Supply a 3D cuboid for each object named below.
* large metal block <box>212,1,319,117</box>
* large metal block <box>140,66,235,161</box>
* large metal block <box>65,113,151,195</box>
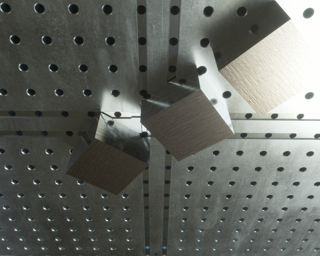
[{"bbox_3d":[0.116,-0.072,0.335,0.080,0.050,0.080,-35,122,26],"label":"large metal block"},{"bbox_3d":[0.033,-0.015,0.382,0.080,0.050,0.080,-28,125,22],"label":"large metal block"},{"bbox_3d":[-0.070,0.038,0.427,0.080,0.050,0.080,29,124,-23],"label":"large metal block"}]
